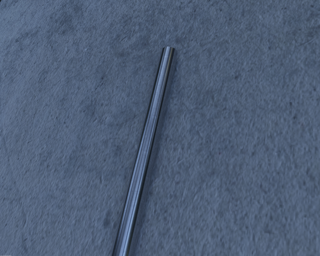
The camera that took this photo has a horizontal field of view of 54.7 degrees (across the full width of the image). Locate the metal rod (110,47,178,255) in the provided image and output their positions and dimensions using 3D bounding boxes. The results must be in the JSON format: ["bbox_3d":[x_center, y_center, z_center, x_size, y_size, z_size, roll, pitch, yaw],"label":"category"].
[{"bbox_3d":[-0.014,0.018,0.398,0.025,0.025,0.299,-2,61,27],"label":"metal rod"}]
